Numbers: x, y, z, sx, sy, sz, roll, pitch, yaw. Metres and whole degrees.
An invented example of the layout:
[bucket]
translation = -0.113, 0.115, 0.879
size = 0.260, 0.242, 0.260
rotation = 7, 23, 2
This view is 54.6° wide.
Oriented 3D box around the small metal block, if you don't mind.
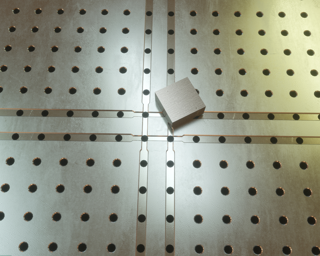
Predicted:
[small metal block]
translation = 0.027, -0.034, 0.425
size = 0.050, 0.025, 0.050
rotation = -26, 72, -9
